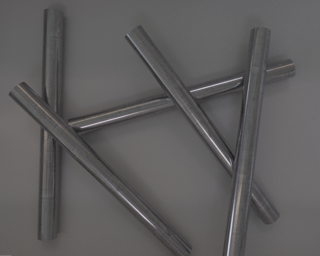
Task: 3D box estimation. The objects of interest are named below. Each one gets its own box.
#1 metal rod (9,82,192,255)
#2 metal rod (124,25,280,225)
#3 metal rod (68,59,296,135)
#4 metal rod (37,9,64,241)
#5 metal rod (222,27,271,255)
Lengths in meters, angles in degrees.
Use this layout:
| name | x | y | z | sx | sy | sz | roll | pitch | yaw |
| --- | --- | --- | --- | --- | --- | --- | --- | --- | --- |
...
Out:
| name | x | y | z | sx | sy | sz | roll | pitch | yaw |
| --- | --- | --- | --- | --- | --- | --- | --- | --- | --- |
| metal rod | -0.070 | 0.059 | 0.395 | 0.025 | 0.025 | 0.300 | -44 | 96 | 0 |
| metal rod | 0.058 | 0.002 | 0.392 | 0.025 | 0.025 | 0.300 | -38 | 98 | 0 |
| metal rod | 0.029 | -0.040 | 0.411 | 0.302 | 0.025 | 0.025 | -15 | 90 | 0 |
| metal rod | -0.145 | -0.004 | 0.410 | 0.025 | 0.025 | 0.298 | 2 | 90 | 0 |
| metal rod | 0.105 | 0.025 | 0.377 | 0.025 | 0.025 | 0.298 | 8 | 85 | 0 |
